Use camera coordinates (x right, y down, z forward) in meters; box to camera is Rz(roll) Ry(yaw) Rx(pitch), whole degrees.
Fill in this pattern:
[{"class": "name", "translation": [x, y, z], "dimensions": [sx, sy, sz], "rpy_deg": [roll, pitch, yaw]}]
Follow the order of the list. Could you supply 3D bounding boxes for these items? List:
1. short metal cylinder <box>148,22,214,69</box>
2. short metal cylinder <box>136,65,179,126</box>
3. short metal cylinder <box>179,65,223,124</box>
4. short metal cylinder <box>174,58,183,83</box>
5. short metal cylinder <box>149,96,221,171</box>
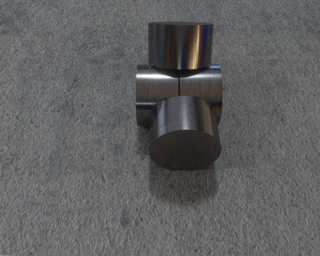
[{"class": "short metal cylinder", "translation": [0.026, -0.107, 0.393], "dimensions": [0.081, 0.050, 0.080], "rpy_deg": [1, 22, 0]}, {"class": "short metal cylinder", "translation": [-0.003, -0.042, 0.405], "dimensions": [0.050, 0.080, 0.080], "rpy_deg": [1, 50, 0]}, {"class": "short metal cylinder", "translation": [0.049, -0.042, 0.404], "dimensions": [0.050, 0.080, 0.080], "rpy_deg": [0, 50, 0]}, {"class": "short metal cylinder", "translation": [0.031, -0.093, 0.468], "dimensions": [0.081, 0.050, 0.080], "rpy_deg": [0, 50, 0]}, {"class": "short metal cylinder", "translation": [0.028, 0.008, 0.363], "dimensions": [0.081, 0.080, 0.050], "rpy_deg": [0, 50, 0]}]
